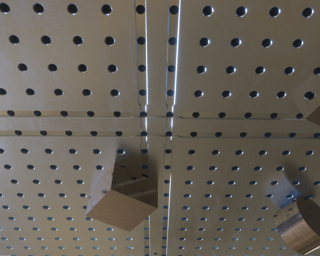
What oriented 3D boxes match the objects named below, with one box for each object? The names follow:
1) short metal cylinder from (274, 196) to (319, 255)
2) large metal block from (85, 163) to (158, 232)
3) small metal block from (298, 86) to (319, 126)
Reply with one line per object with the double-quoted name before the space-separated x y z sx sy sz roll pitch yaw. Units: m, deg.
"short metal cylinder" 0.239 0.160 0.514 0.080 0.080 0.050 25 126 -20
"large metal block" -0.059 0.112 0.490 0.080 0.050 0.080 28 125 -22
"small metal block" 0.216 -0.027 0.391 0.050 0.025 0.050 22 127 -18
